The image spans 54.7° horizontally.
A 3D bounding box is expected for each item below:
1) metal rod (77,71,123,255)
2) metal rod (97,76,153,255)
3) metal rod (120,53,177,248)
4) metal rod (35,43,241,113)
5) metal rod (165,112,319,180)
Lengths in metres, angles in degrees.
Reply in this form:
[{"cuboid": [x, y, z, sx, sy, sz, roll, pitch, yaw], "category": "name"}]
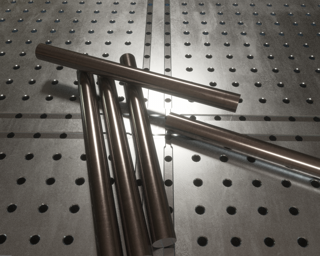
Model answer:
[{"cuboid": [-0.080, 0.026, 0.384, 0.025, 0.025, 0.300, -10, 51, -9], "category": "metal rod"}, {"cuboid": [-0.053, 0.016, 0.392, 0.025, 0.025, 0.300, -10, 51, -9], "category": "metal rod"}, {"cuboid": [-0.024, 0.002, 0.405, 0.025, 0.025, 0.300, -8, 51, -7], "category": "metal rod"}, {"cuboid": [-0.039, -0.074, 0.435, 0.301, 0.025, 0.025, 17, 52, 13], "category": "metal rod"}, {"cuboid": [0.150, 0.036, 0.379, 0.301, 0.025, 0.025, 18, 52, 14], "category": "metal rod"}]
